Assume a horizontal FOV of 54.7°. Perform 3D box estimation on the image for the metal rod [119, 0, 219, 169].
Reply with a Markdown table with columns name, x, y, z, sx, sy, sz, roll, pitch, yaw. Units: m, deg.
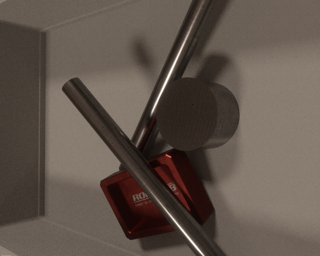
| name | x | y | z | sx | sy | sz | roll | pitch | yaw |
| --- | --- | --- | --- | --- | --- | --- | --- | --- | --- |
| metal rod | 0.010 | -0.056 | 0.370 | 0.025 | 0.025 | 0.298 | 45 | 125 | 30 |

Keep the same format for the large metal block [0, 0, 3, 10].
| name | x | y | z | sx | sy | sz | roll | pitch | yaw |
| --- | --- | --- | --- | --- | --- | --- | --- | --- | --- |
| large metal block | -0.419 | -0.306 | 0.733 | 0.080 | 0.050 | 0.080 | 50 | 119 | 28 |

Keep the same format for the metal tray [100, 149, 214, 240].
| name | x | y | z | sx | sy | sz | roll | pitch | yaw |
| --- | --- | --- | --- | --- | --- | --- | --- | --- | --- |
| metal tray | -0.009 | 0.086 | 0.392 | 0.130 | 0.030 | 0.090 | -26 | 91 | 36 |

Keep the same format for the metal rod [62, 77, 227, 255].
| name | x | y | z | sx | sy | sz | roll | pitch | yaw |
| --- | --- | --- | --- | --- | --- | --- | --- | --- | --- |
| metal rod | -0.012 | 0.059 | 0.350 | 0.300 | 0.025 | 0.025 | 49 | 120 | 10 |

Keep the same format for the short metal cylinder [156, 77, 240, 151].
| name | x | y | z | sx | sy | sz | roll | pitch | yaw |
| --- | --- | --- | --- | --- | --- | --- | --- | --- | --- |
| short metal cylinder | 0.043 | -0.015 | 0.354 | 0.080 | 0.050 | 0.079 | 0 | 90 | 39 |
